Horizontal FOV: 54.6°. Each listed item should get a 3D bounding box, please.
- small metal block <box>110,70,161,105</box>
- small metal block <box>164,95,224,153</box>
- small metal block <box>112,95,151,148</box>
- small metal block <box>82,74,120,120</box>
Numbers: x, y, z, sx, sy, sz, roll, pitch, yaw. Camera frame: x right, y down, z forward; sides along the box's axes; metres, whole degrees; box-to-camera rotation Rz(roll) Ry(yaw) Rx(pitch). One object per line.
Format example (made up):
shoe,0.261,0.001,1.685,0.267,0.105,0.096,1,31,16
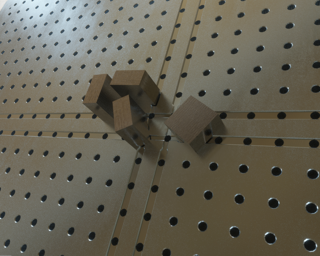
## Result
small metal block,-0.035,-0.058,0.447,0.050,0.050,0.025,5,65,30
small metal block,0.042,-0.006,0.390,0.050,0.025,0.050,-46,51,-4
small metal block,-0.038,-0.008,0.418,0.025,0.050,0.050,-22,54,15
small metal block,-0.083,-0.045,0.465,0.025,0.050,0.050,1,62,29
